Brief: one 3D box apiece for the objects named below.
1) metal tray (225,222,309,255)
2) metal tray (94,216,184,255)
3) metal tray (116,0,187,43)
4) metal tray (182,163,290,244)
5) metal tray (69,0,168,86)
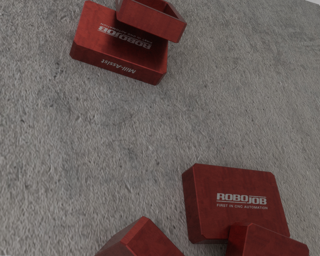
[{"bbox_3d":[0.109,0.177,0.328,0.090,0.030,0.130,25,66,-17],"label":"metal tray"},{"bbox_3d":[0.006,0.145,0.276,0.130,0.090,0.030,46,51,3],"label":"metal tray"},{"bbox_3d":[-0.018,-0.175,0.462,0.091,0.030,0.130,16,29,-19],"label":"metal tray"},{"bbox_3d":[0.096,0.097,0.392,0.131,0.030,0.090,9,58,-23],"label":"metal tray"},{"bbox_3d":[-0.054,-0.121,0.445,0.131,0.030,0.090,16,55,-19],"label":"metal tray"}]
